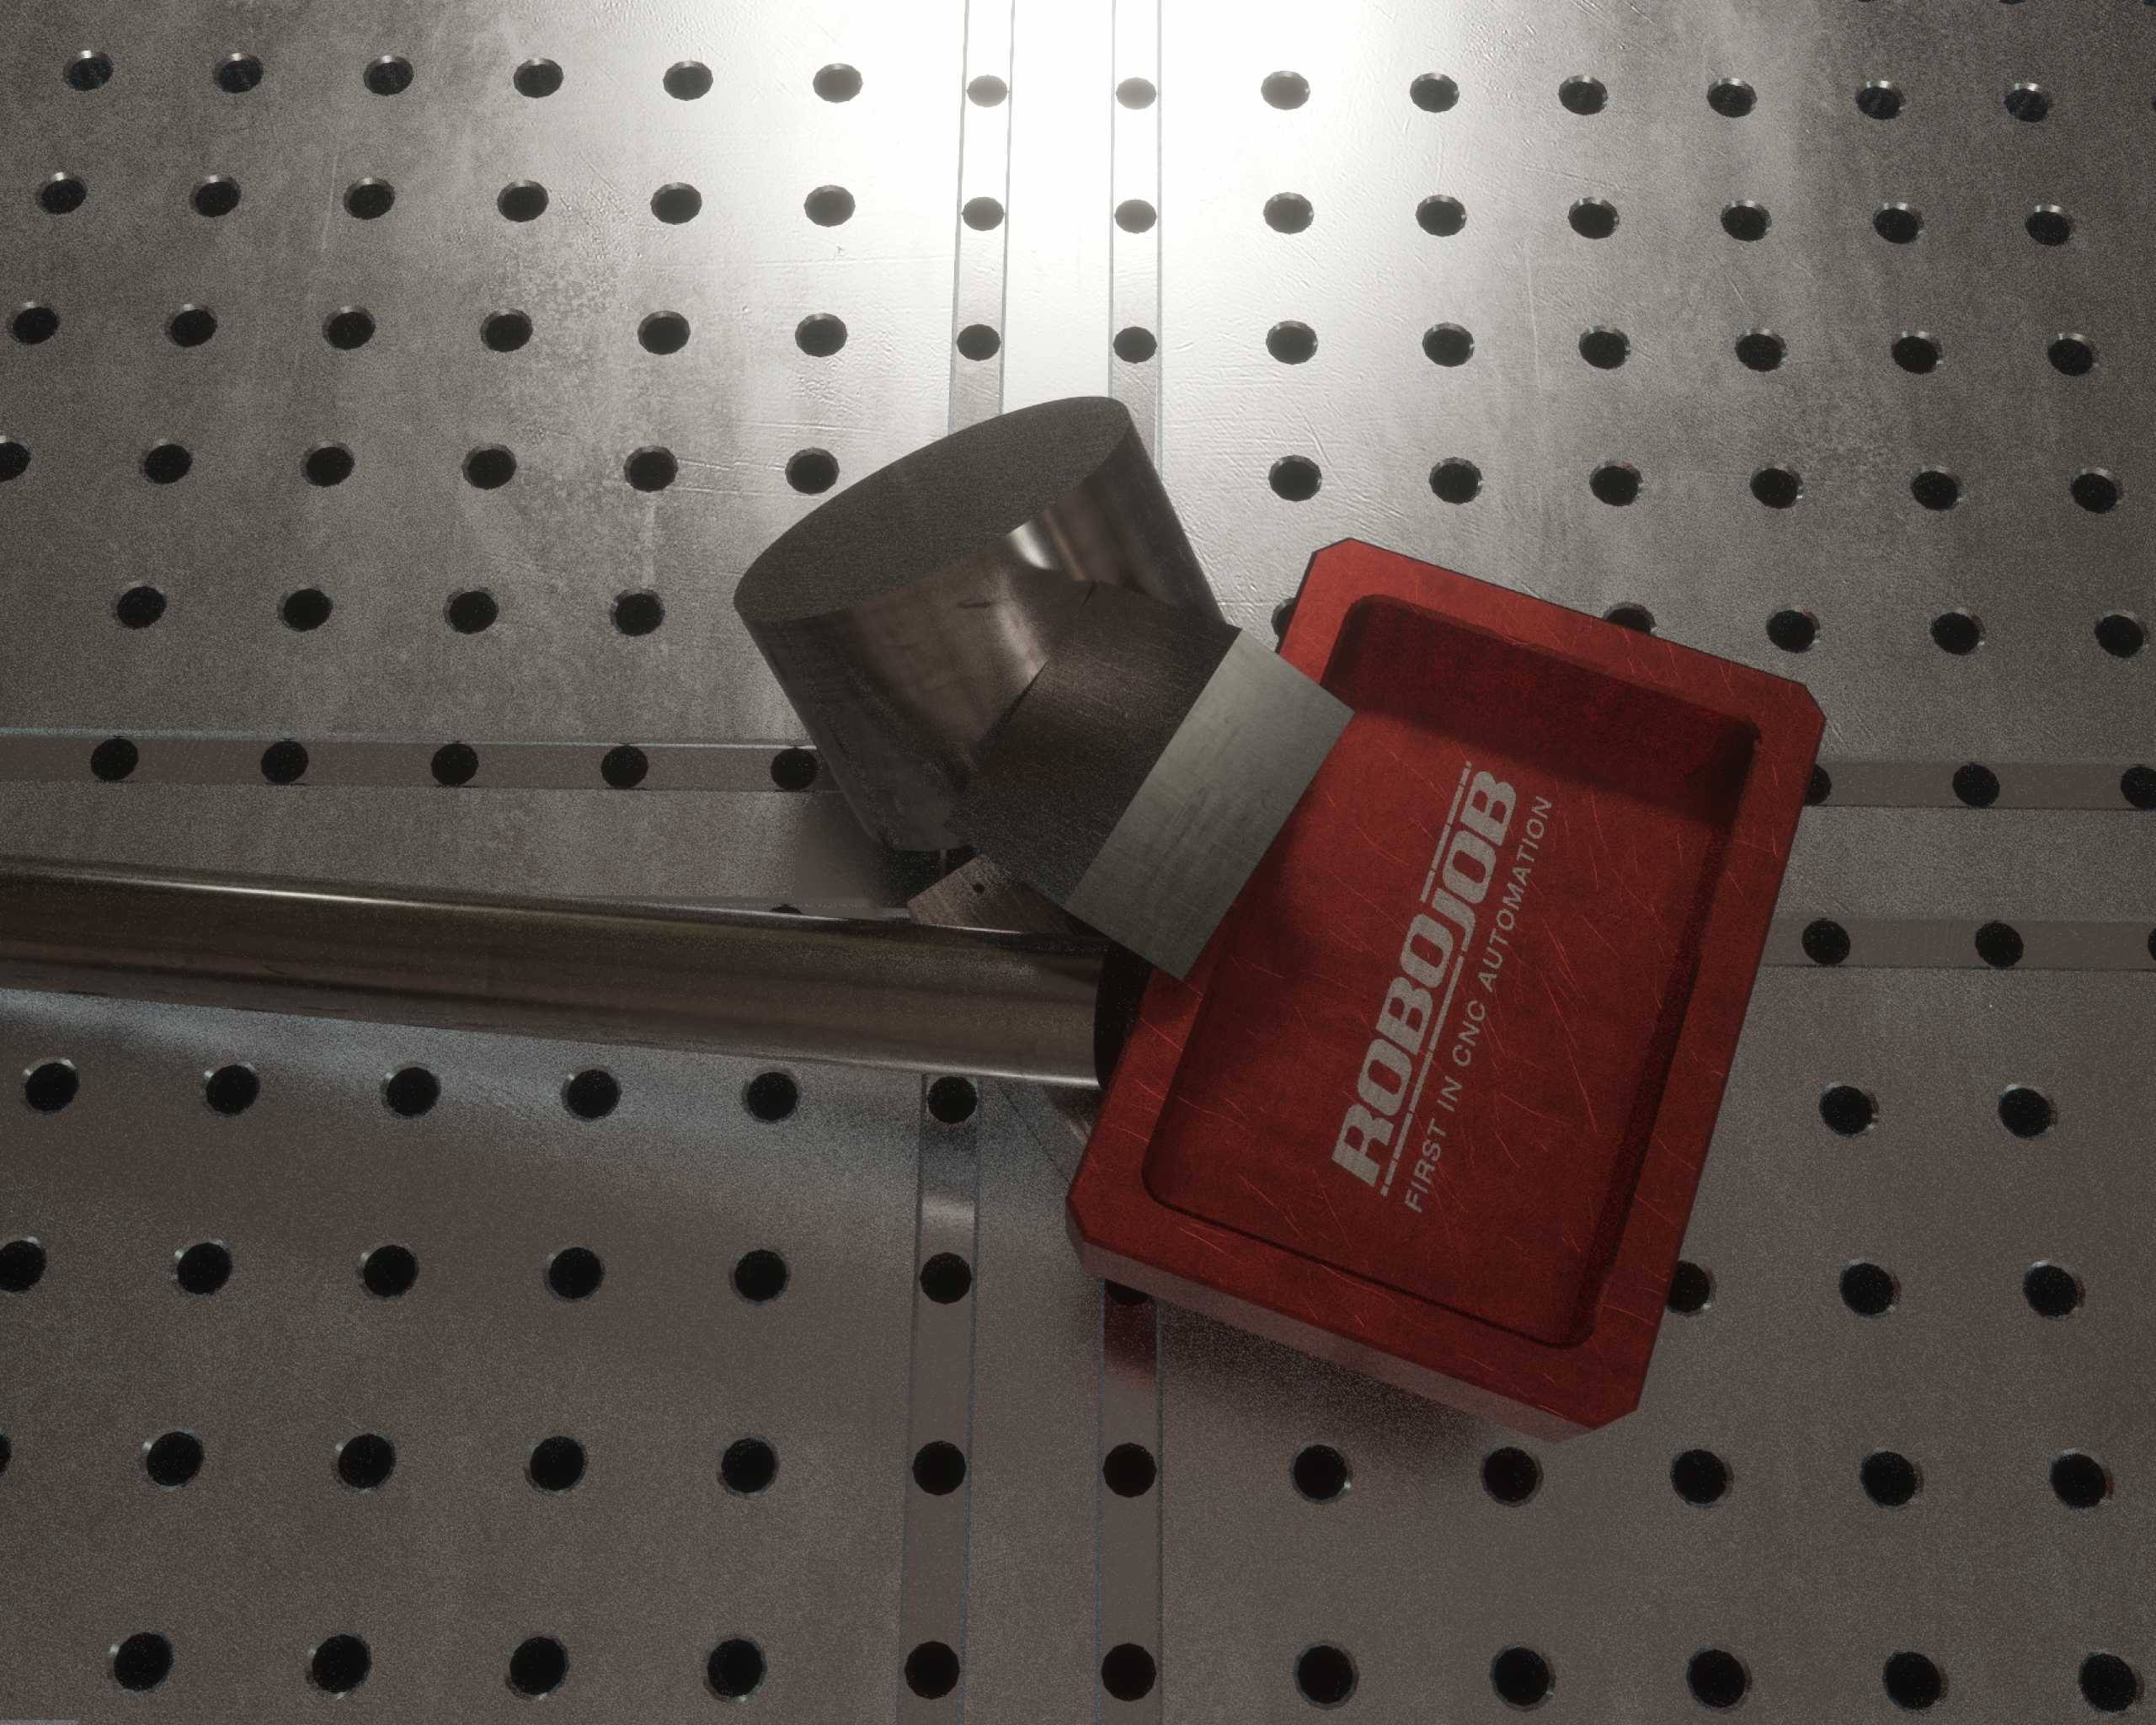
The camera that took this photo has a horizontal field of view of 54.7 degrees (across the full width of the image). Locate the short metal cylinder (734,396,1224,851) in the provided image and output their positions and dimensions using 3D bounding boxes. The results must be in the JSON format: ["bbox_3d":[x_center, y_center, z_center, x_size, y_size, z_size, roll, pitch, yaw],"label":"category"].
[{"bbox_3d":[-0.017,-0.046,0.393,0.080,0.080,0.050,-33,116,-12],"label":"short metal cylinder"}]

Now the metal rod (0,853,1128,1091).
[{"bbox_3d":[-0.141,0.015,0.373,0.301,0.025,0.025,4,70,13],"label":"metal rod"}]

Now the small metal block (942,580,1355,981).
[{"bbox_3d":[0.010,-0.015,0.340,0.025,0.050,0.050,33,90,-30],"label":"small metal block"}]

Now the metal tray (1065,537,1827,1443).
[{"bbox_3d":[0.062,0.019,0.347,0.090,0.030,0.130,19,71,7],"label":"metal tray"}]

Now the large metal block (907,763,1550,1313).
[{"bbox_3d":[0.026,0.024,0.388,0.080,0.050,0.080,-34,74,-12],"label":"large metal block"}]
